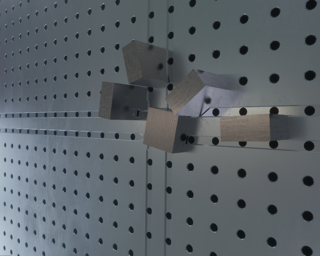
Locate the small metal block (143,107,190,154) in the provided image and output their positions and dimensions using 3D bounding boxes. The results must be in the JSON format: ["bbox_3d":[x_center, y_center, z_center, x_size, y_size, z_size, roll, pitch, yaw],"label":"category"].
[{"bbox_3d":[0.008,0.002,0.404,0.050,0.025,0.050,16,100,39],"label":"small metal block"}]

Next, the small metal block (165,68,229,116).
[{"bbox_3d":[0.043,-0.039,0.359,0.050,0.050,0.025,-44,63,31],"label":"small metal block"}]

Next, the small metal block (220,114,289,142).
[{"bbox_3d":[0.096,0.000,0.314,0.050,0.050,0.025,-3,88,40],"label":"small metal block"}]

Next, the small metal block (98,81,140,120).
[{"bbox_3d":[-0.057,-0.038,0.442,0.025,0.050,0.050,13,98,39],"label":"small metal block"}]

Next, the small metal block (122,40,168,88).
[{"bbox_3d":[-0.019,-0.083,0.410,0.025,0.050,0.050,-19,78,38],"label":"small metal block"}]
